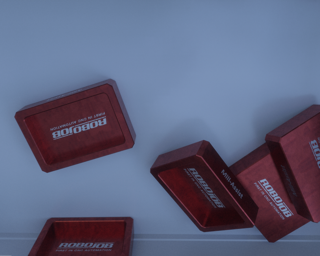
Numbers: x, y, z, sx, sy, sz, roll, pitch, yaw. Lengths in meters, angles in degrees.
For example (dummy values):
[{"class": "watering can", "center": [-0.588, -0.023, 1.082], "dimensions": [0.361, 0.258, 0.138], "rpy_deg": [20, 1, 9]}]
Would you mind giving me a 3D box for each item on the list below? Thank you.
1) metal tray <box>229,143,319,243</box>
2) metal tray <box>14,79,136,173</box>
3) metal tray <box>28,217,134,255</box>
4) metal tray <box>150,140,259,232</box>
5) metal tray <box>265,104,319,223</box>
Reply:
[{"class": "metal tray", "center": [0.159, 0.094, 0.445], "dimensions": [0.090, 0.030, 0.130], "rpy_deg": [-37, 106, 12]}, {"class": "metal tray", "center": [-0.107, -0.002, 0.406], "dimensions": [0.131, 0.030, 0.090], "rpy_deg": [-17, 109, 6]}, {"class": "metal tray", "center": [-0.105, 0.166, 0.436], "dimensions": [0.131, 0.090, 0.030], "rpy_deg": [0, 110, 0]}, {"class": "metal tray", "center": [0.059, 0.083, 0.417], "dimensions": [0.090, 0.030, 0.130], "rpy_deg": [-24, 112, 41]}, {"class": "metal tray", "center": [0.203, 0.046, 0.405], "dimensions": [0.090, 0.030, 0.130], "rpy_deg": [-30, 103, -12]}]
